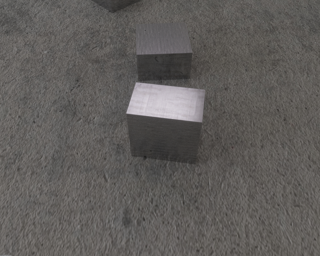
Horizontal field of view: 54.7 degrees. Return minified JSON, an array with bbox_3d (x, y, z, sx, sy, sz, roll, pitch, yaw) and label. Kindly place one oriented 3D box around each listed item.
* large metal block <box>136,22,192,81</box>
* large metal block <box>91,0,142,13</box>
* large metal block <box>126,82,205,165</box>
[{"bbox_3d":[0.004,-0.121,0.489,0.081,0.050,0.080,-3,50,-2],"label":"large metal block"},{"bbox_3d":[-0.092,-0.285,0.625,0.080,0.050,0.080,-36,59,-26],"label":"large metal block"},{"bbox_3d":[0.008,-0.004,0.371,0.080,0.080,0.050,7,51,6],"label":"large metal block"}]
